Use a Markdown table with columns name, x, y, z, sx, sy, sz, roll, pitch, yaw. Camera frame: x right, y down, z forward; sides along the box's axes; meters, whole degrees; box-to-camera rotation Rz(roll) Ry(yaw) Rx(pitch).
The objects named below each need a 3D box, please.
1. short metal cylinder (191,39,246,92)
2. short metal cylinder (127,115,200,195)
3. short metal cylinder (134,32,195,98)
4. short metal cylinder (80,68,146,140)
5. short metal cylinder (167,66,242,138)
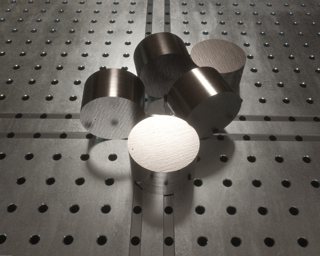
| name | x | y | z | sx | sy | sz | roll | pitch | yaw |
| --- | --- | --- | --- | --- | --- | --- | --- | --- | --- |
| short metal cylinder | 0.085 | -0.090 | 0.468 | 0.081 | 0.050 | 0.080 | 0 | 50 | 0 |
| short metal cylinder | 0.004 | 0.031 | 0.365 | 0.081 | 0.050 | 0.080 | 0 | 50 | 0 |
| short metal cylinder | 0.005 | -0.090 | 0.447 | 0.081 | 0.080 | 0.050 | -9 | 51 | -8 |
| short metal cylinder | -0.059 | -0.029 | 0.396 | 0.081 | 0.080 | 0.050 | -2 | 50 | -2 |
| short metal cylinder | 0.056 | -0.032 | 0.399 | 0.081 | 0.080 | 0.050 | -19 | 53 | -15 |
